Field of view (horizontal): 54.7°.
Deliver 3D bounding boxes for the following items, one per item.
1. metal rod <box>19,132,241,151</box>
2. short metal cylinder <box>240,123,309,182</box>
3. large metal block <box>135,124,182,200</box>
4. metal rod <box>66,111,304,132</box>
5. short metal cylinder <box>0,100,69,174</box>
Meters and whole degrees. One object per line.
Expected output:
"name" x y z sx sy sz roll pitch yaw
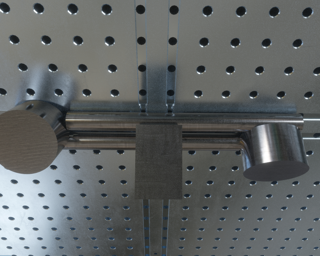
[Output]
"metal rod" -0.043 0.018 0.426 0.302 0.025 0.025 0 130 -1
"short metal cylinder" 0.148 0.034 0.408 0.081 0.050 0.080 0 152 0
"large metal block" -0.002 0.041 0.371 0.050 0.080 0.080 1 172 -1
"metal rod" 0.032 -0.008 0.404 0.302 0.025 0.025 1 130 -1
"short metal cylinder" -0.160 0.010 0.383 0.081 0.050 0.079 0 107 -1
